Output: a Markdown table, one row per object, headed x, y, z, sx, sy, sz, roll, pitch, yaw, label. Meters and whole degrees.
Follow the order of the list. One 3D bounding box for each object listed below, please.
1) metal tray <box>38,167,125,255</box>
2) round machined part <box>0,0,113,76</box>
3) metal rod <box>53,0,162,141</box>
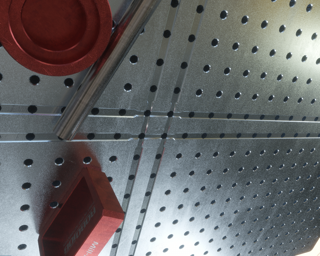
| x | y | z | sx | sy | sz | roll | pitch | yaw | label |
| --- | --- | --- | --- | --- | --- | --- | --- | --- | --- |
| -0.104 | 0.126 | 0.390 | 0.030 | 0.090 | 0.129 | 26 | 104 | -37 | metal tray |
| -0.097 | -0.101 | 0.285 | 0.099 | 0.042 | 0.097 | -14 | 124 | -21 | round machined part |
| -0.027 | -0.113 | 0.326 | 0.025 | 0.025 | 0.299 | 26 | 104 | -37 | metal rod |
